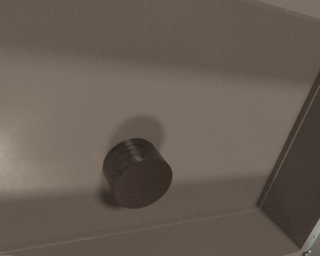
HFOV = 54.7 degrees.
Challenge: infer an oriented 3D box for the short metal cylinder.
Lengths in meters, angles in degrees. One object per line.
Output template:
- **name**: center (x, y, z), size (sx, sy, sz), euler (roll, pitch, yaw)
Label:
- **short metal cylinder**: center (-0.030, 0.060, 0.415), size (0.081, 0.050, 0.079), euler (-14, 125, -21)
